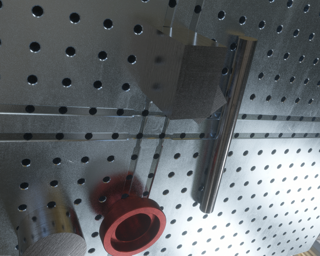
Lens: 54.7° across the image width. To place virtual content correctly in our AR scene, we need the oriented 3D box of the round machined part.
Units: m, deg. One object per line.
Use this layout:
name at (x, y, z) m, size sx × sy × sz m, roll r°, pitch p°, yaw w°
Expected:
round machined part at (-0.044, 0.142, 0.466) m, size 0.099 × 0.042 × 0.097 m, roll -14°, pitch 125°, yaw -21°

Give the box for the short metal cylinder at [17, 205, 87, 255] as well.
short metal cylinder at (-0.143, 0.150, 0.410) m, size 0.081 × 0.050 × 0.079 m, roll -14°, pitch 125°, yaw -21°

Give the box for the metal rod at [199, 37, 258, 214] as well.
metal rod at (0.098, 0.013, 0.475) m, size 0.025 × 0.025 × 0.298 m, roll -8°, pitch 122°, yaw -25°

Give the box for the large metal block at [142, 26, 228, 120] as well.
large metal block at (0.023, -0.064, 0.350) m, size 0.050 × 0.080 × 0.079 m, roll -5°, pitch 121°, yaw -27°

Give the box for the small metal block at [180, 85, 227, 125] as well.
small metal block at (0.056, -0.041, 0.418) m, size 0.050 × 0.025 × 0.050 m, roll -38°, pitch 130°, yaw -3°
